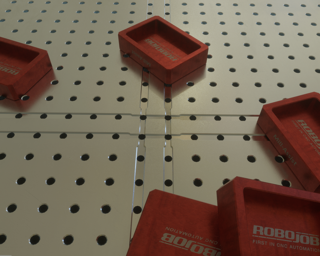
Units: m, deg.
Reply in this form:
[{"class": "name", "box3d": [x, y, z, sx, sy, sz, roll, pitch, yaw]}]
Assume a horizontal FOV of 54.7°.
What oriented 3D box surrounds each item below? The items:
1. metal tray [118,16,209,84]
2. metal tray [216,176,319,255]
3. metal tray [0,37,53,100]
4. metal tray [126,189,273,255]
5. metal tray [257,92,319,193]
[{"class": "metal tray", "box3d": [0.004, -0.134, 0.517, 0.091, 0.030, 0.130, -34, 58, -25]}, {"class": "metal tray", "box3d": [0.119, 0.101, 0.284, 0.131, 0.030, 0.090, 14, 55, -17]}, {"class": "metal tray", "box3d": [-0.250, -0.099, 0.484, 0.130, 0.030, 0.090, 19, 52, 14]}, {"class": "metal tray", "box3d": [0.040, 0.121, 0.304, 0.131, 0.030, 0.090, 13, 51, 10]}, {"class": "metal tray", "box3d": [0.197, 0.015, 0.393, 0.091, 0.030, 0.130, -15, 52, -13]}]
